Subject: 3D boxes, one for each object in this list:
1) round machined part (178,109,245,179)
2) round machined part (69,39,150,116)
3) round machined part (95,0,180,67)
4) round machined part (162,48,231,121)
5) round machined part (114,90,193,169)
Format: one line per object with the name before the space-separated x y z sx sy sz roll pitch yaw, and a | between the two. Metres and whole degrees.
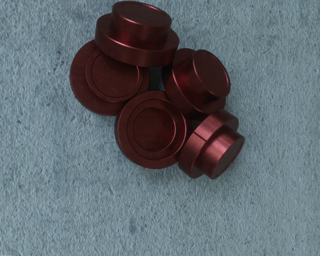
round machined part | 0.072 0.028 0.400 0.042 0.098 0.098 38 74 26
round machined part | -0.059 -0.064 0.381 0.099 0.042 0.097 0 90 -21
round machined part | -0.024 -0.115 0.362 0.099 0.098 0.042 1 132 -20
round machined part | 0.053 -0.061 0.399 0.099 0.042 0.098 21 55 -33
round machined part | -0.010 0.002 0.398 0.099 0.042 0.097 0 90 -21
